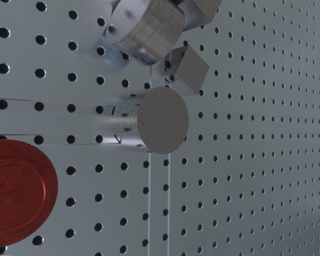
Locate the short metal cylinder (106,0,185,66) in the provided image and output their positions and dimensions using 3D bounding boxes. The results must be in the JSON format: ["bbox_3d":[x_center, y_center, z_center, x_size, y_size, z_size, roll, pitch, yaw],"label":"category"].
[{"bbox_3d":[-0.018,-0.119,0.358,0.050,0.080,0.080,29,72,-37],"label":"short metal cylinder"}]

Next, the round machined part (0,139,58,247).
[{"bbox_3d":[-0.140,0.059,0.281,0.099,0.042,0.097,0,90,-40],"label":"round machined part"}]

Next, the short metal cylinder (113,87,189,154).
[{"bbox_3d":[-0.011,-0.009,0.384,0.081,0.050,0.079,0,90,-40],"label":"short metal cylinder"}]

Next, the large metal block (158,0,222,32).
[{"bbox_3d":[0.020,-0.169,0.390,0.080,0.080,0.050,39,66,-33],"label":"large metal block"}]

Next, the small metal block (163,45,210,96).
[{"bbox_3d":[0.039,-0.081,0.441,0.050,0.025,0.050,37,67,-34],"label":"small metal block"}]
